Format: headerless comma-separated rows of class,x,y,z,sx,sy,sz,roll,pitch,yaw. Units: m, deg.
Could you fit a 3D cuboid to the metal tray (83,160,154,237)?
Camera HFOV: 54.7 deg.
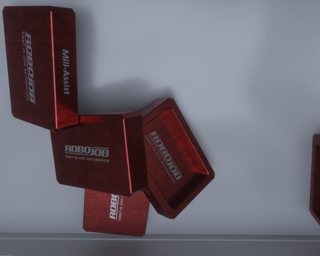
metal tray,-0.059,0.090,0.441,0.091,0.030,0.129,7,110,-3

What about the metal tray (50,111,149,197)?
metal tray,-0.077,0.027,0.371,0.130,0.030,0.089,1,99,36

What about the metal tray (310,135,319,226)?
metal tray,0.235,0.083,0.408,0.030,0.090,0.129,-7,110,2

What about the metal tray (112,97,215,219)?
metal tray,0.007,0.038,0.396,0.090,0.030,0.130,-39,110,-26

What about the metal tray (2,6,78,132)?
metal tray,-0.136,-0.069,0.352,0.090,0.030,0.129,15,111,33
